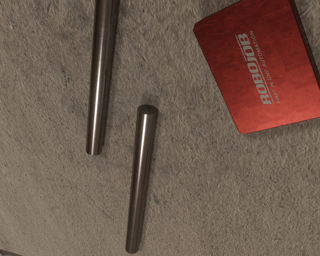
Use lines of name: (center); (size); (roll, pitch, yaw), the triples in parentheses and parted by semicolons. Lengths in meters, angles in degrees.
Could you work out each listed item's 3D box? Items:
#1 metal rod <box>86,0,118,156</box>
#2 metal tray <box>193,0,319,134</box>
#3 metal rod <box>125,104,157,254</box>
metal rod: (-0.074, -0.083, 0.392); (0.025, 0.025, 0.298); (23, 127, 13)
metal tray: (0.101, -0.063, 0.311); (0.090, 0.030, 0.130); (-16, 110, 34)
metal rod: (-0.034, 0.098, 0.483); (0.025, 0.025, 0.298); (20, 126, 16)
